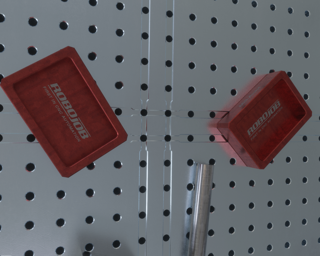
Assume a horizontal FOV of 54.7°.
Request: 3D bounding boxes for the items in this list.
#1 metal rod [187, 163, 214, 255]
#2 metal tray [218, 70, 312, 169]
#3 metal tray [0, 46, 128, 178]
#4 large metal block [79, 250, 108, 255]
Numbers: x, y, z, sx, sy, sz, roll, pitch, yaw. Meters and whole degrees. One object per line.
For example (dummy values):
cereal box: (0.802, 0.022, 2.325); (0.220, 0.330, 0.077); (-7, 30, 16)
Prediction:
metal rod: (0.049, 0.199, 0.431); (0.025, 0.025, 0.298); (7, 88, -20)
metal tray: (0.161, -0.013, 0.469); (0.130, 0.030, 0.090); (-43, 104, -15)
metal tray: (-0.110, -0.019, 0.369); (0.090, 0.030, 0.130); (-34, 101, -17)
large metal block: (-0.058, 0.191, 0.362); (0.080, 0.080, 0.050); (21, 83, -19)
